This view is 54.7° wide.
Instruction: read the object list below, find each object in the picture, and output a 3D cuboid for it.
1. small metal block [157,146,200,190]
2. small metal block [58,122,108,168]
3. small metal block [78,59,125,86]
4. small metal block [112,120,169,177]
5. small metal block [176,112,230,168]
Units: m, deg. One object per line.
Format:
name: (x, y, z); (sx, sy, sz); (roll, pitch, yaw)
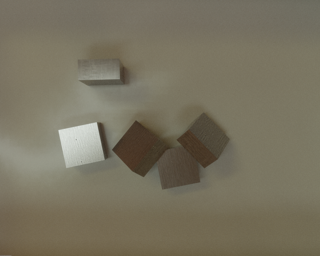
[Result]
small metal block: (0.023, 0.050, 0.412); (0.050, 0.025, 0.050); (-11, 90, -1)
small metal block: (-0.101, 0.022, 0.410); (0.050, 0.025, 0.050); (-12, 90, -1)
small metal block: (-0.074, -0.071, 0.398); (0.050, 0.050, 0.025); (-2, 90, -1)
small metal block: (-0.026, 0.026, 0.398); (0.050, 0.025, 0.050); (-51, 49, 0)
small metal block: (0.057, 0.015, 0.398); (0.050, 0.050, 0.025); (46, 130, 0)
